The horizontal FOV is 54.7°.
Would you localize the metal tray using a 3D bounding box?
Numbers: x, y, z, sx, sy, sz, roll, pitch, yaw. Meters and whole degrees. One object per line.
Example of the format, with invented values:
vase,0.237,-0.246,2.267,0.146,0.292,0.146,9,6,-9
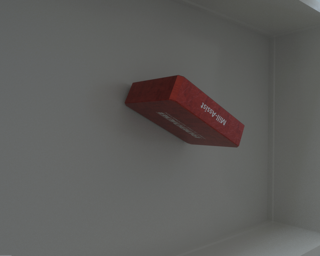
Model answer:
metal tray,0.033,-0.016,0.389,0.130,0.090,0.030,31,71,-37
